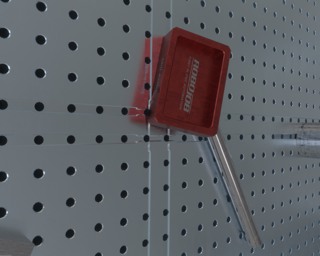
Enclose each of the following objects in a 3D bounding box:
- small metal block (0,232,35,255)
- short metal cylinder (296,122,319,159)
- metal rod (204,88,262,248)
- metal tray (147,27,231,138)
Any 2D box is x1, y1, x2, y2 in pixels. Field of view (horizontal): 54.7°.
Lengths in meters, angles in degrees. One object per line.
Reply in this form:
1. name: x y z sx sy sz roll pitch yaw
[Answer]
1. small metal block: -0.152 0.123 0.282 0.050 0.025 0.050 30 71 -36
2. short metal cylinder: 0.344 0.027 0.681 0.081 0.050 0.080 0 90 -40
3. metal rod: 0.112 0.074 0.502 0.025 0.025 0.299 -37 113 -34
4. metal tray: 0.041 -0.059 0.420 0.091 0.030 0.129 14 80 -19
